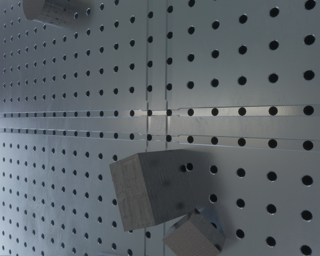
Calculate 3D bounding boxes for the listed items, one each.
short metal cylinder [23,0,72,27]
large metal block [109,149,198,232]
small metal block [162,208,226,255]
[{"bbox_3d":[-0.205,-0.230,0.562,0.080,0.050,0.079,0,90,40],"label":"short metal cylinder"},{"bbox_3d":[-0.007,0.073,0.379,0.050,0.081,0.080,-25,74,37],"label":"large metal block"},{"bbox_3d":[0.040,0.131,0.365,0.050,0.025,0.050,45,120,3],"label":"small metal block"}]
